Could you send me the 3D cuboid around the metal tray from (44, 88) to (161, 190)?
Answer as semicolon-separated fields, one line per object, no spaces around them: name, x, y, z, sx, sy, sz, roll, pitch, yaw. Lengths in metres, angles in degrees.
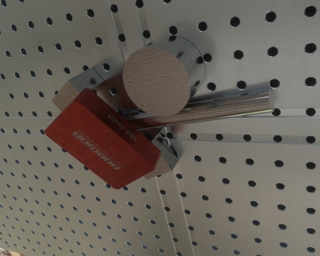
metal tray;-0.075;0.020;0.408;0.130;0.030;0.090;42;130;-16

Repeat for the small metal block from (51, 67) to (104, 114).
small metal block;-0.111;-0.051;0.420;0.025;0.050;0.050;49;128;-7

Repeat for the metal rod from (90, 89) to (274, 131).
metal rod;-0.008;-0.011;0.407;0.300;0.025;0.025;-8;115;31

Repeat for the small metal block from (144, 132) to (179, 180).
small metal block;-0.010;0.040;0.439;0.050;0.025;0.050;-26;105;36

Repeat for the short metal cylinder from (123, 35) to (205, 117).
short metal cylinder;0.005;-0.060;0.353;0.080;0.050;0.079;13;124;20
